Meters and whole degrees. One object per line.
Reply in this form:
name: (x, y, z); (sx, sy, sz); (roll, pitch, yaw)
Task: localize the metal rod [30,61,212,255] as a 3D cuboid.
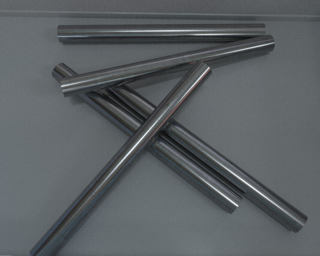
metal rod: (-0.041, 0.035, 0.374); (0.025, 0.025, 0.300); (39, 82, 12)

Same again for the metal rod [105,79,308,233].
metal rod: (0.050, 0.027, 0.400); (0.300, 0.025, 0.025); (37, 74, 12)

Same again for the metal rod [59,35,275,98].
metal rod: (0.019, -0.088, 0.425); (0.302, 0.025, 0.025); (-15, 71, -12)

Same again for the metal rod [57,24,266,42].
metal rod: (0.003, -0.141, 0.460); (0.302, 0.025, 0.025); (-1, 70, -1)

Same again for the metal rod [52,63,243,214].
metal rod: (-0.025, 0.007, 0.406); (0.300, 0.025, 0.025); (37, 74, 12)
